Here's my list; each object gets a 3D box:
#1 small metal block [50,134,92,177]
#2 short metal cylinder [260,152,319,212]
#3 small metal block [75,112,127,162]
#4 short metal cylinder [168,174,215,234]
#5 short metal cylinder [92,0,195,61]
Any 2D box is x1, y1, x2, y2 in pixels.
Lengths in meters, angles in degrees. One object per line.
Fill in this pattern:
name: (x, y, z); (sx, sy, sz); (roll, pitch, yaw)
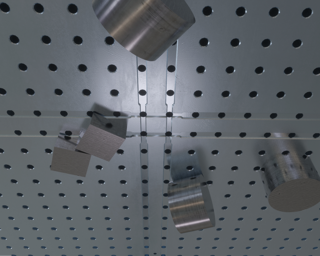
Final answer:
small metal block: (-0.126, 0.041, 0.445); (0.050, 0.025, 0.050); (14, 129, -12)
short metal cylinder: (0.198, 0.083, 0.468); (0.081, 0.050, 0.079); (0, 130, 0)
small metal block: (-0.080, 0.013, 0.422); (0.050, 0.025, 0.050); (25, 126, -20)
short metal cylinder: (0.049, 0.116, 0.475); (0.050, 0.080, 0.080); (-17, 128, 13)
short metal cylinder: (-0.014, -0.108, 0.283); (0.080, 0.080, 0.050); (35, 122, -26)
